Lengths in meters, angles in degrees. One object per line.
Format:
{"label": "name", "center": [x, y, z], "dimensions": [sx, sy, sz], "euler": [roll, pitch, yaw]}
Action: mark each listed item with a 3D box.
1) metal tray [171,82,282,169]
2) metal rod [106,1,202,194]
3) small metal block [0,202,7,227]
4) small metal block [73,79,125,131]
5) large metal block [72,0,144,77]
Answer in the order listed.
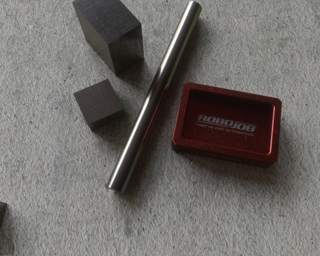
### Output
{"label": "metal tray", "center": [0.087, -0.004, 0.408], "dimensions": [0.131, 0.030, 0.090], "euler": [11, 70, 3]}
{"label": "metal rod", "center": [-0.001, -0.054, 0.427], "dimensions": [0.025, 0.025, 0.300], "euler": [20, 71, 7]}
{"label": "small metal block", "center": [-0.218, 0.110, 0.365], "dimensions": [0.050, 0.025, 0.050], "euler": [7, 70, 2]}
{"label": "small metal block", "center": [-0.081, -0.031, 0.419], "dimensions": [0.050, 0.025, 0.050], "euler": [-25, 72, -9]}
{"label": "large metal block", "center": [-0.068, -0.132, 0.426], "dimensions": [0.050, 0.080, 0.080], "euler": [-36, 74, -12]}
